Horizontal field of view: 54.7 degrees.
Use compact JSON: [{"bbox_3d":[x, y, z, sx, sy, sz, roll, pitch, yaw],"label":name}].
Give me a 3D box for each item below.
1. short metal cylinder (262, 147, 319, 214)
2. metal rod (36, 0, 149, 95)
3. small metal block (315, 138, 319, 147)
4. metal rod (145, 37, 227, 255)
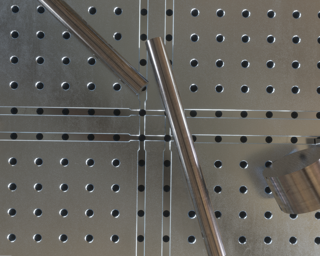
[{"bbox_3d":[0.178,0.065,0.388,0.080,0.080,0.050,-27,91,0],"label":"short metal cylinder"},{"bbox_3d":[-0.132,-0.156,0.411,0.300,0.025,0.025,44,90,-1],"label":"metal rod"},{"bbox_3d":[0.243,0.037,0.417,0.050,0.025,0.050,-5,90,-1],"label":"small metal block"},{"bbox_3d":[0.034,0.027,0.413,0.025,0.025,0.298,-16,90,0],"label":"metal rod"}]
